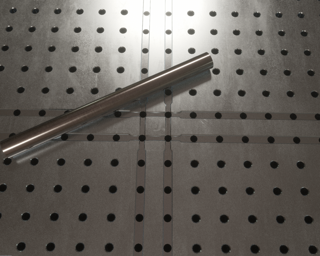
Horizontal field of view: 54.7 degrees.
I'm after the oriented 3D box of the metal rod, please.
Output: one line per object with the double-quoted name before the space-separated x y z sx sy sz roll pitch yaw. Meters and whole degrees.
"metal rod" -0.064 -0.035 0.423 0.302 0.025 0.025 -25 72 -9
